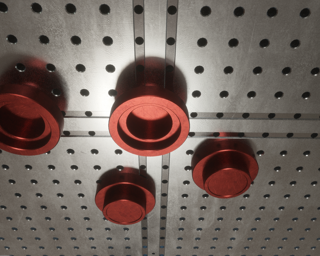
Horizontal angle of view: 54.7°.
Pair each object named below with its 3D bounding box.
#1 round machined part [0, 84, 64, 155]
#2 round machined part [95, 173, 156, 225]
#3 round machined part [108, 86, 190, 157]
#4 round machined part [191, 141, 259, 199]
[{"bbox_3d":[-0.170,-0.014,0.386,0.099,0.042,0.097,-1,130,0],"label":"round machined part"},{"bbox_3d":[-0.056,0.121,0.503,0.099,0.042,0.097,-1,130,0],"label":"round machined part"},{"bbox_3d":[-0.013,-0.012,0.390,0.099,0.042,0.097,-1,130,0],"label":"round machined part"},{"bbox_3d":[0.097,0.068,0.460,0.099,0.042,0.097,-1,130,0],"label":"round machined part"}]
